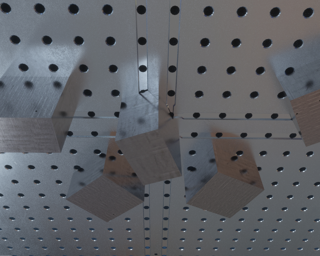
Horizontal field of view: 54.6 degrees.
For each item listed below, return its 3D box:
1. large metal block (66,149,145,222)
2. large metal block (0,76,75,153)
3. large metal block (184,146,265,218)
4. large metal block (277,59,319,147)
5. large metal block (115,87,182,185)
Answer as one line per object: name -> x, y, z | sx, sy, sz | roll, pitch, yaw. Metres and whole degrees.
large metal block -> -0.080, 0.090, 0.471 | 0.080, 0.050, 0.080 | -34, 122, 25
large metal block -> -0.150, -0.017, 0.359 | 0.080, 0.080, 0.050 | 0, 130, -1
large metal block -> 0.093, 0.084, 0.467 | 0.080, 0.050, 0.080 | 23, 127, -18
large metal block -> 0.196, -0.034, 0.368 | 0.080, 0.050, 0.080 | -23, 127, 18
large metal block -> -0.011, 0.010, 0.384 | 0.050, 0.080, 0.080 | -16, 128, 13
